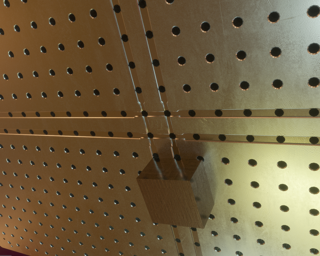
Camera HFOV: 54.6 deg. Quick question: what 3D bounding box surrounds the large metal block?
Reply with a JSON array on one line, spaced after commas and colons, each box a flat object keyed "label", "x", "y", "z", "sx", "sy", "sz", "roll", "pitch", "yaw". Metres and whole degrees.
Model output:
[{"label": "large metal block", "x": 0.024, "y": 0.090, "z": 0.439, "sx": 0.080, "sy": 0.050, "sz": 0.080, "roll": -3, "pitch": 117, "yaw": 30}]
